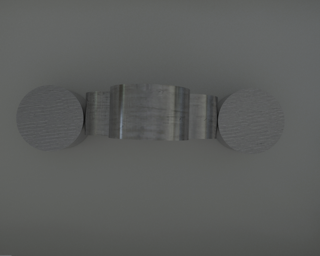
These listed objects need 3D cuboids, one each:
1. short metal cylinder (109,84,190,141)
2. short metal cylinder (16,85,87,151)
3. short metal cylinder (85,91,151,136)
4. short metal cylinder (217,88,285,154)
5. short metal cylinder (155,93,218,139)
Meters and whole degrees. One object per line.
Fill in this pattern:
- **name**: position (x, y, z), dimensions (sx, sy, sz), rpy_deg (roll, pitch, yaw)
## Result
- **short metal cylinder**: position (-0.010, -0.014, 0.313), dimensions (0.081, 0.080, 0.050), rpy_deg (2, 90, 0)
- **short metal cylinder**: position (-0.132, -0.012, 0.396), dimensions (0.081, 0.050, 0.080), rpy_deg (0, 90, 0)
- **short metal cylinder**: position (-0.051, -0.016, 0.381), dimensions (0.081, 0.080, 0.050), rpy_deg (2, 90, 0)
- **short metal cylinder**: position (0.110, -0.008, 0.398), dimensions (0.081, 0.050, 0.080), rpy_deg (0, 90, 0)
- **short metal cylinder**: position (0.030, -0.013, 0.382), dimensions (0.081, 0.080, 0.050), rpy_deg (2, 90, 0)
